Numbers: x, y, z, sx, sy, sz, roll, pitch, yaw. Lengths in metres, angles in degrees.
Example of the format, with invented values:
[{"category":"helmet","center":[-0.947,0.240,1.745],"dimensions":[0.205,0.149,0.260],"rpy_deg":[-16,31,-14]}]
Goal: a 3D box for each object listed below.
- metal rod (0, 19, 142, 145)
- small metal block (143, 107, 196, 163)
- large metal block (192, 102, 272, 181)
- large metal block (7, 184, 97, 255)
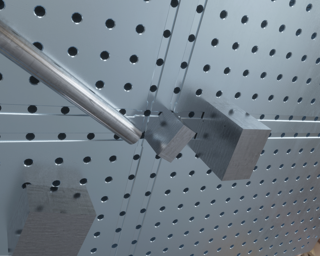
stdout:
[{"category":"metal rod","center":[-0.122,-0.064,0.304],"dimensions":[0.025,0.025,0.301],"rpy_deg":[-47,129,4]},{"category":"small metal block","center":[0.011,0.009,0.406],"dimensions":[0.025,0.050,0.050],"rpy_deg":[34,99,-39]},{"category":"large metal block","center":[0.098,0.018,0.440],"dimensions":[0.050,0.080,0.079],"rpy_deg":[1,118,-29]},{"category":"large metal block","center":[-0.139,0.122,0.395],"dimensions":[0.081,0.050,0.080],"rpy_deg":[14,111,-34]}]
